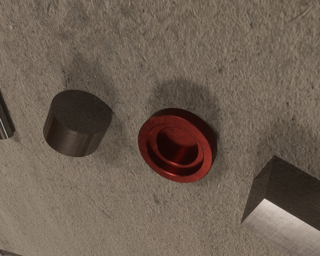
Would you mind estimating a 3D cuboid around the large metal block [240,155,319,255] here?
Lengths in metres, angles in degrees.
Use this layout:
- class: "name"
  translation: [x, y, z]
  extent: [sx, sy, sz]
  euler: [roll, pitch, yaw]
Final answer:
- class: "large metal block"
  translation: [0.147, 0.089, 0.349]
  extent: [0.080, 0.080, 0.050]
  euler: [31, 128, 8]

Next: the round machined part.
- class: "round machined part"
  translation: [0.025, 0.018, 0.393]
  extent: [0.098, 0.042, 0.097]
  euler: [13, 124, 20]

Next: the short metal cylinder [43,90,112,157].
- class: "short metal cylinder"
  translation: [-0.113, -0.007, 0.425]
  extent: [0.080, 0.080, 0.050]
  euler: [37, 129, 3]

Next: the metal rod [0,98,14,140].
- class: "metal rod"
  translation: [-0.293, -0.115, 0.486]
  extent: [0.025, 0.025, 0.298]
  euler: [7, 122, 24]
